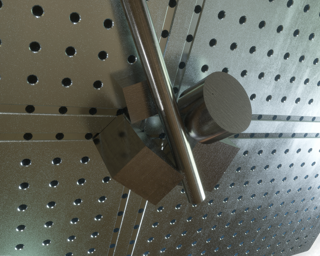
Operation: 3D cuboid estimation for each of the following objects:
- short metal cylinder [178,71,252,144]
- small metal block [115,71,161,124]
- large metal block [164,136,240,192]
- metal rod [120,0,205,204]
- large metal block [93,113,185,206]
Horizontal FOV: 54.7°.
[{"bbox_3d":[0.069,-0.024,0.391,0.081,0.080,0.050,9,157,-33],"label":"short metal cylinder"},{"bbox_3d":[-0.021,-0.039,0.377,0.050,0.025,0.050,-22,127,-16],"label":"small metal block"},{"bbox_3d":[0.055,0.041,0.452,0.080,0.050,0.080,19,108,-36],"label":"large metal block"},{"bbox_3d":[0.006,-0.033,0.356,0.025,0.025,0.298,-25,116,-13],"label":"metal rod"},{"bbox_3d":[-0.027,0.038,0.385,0.050,0.080,0.080,-45,130,3],"label":"large metal block"}]
